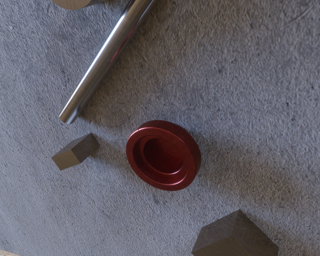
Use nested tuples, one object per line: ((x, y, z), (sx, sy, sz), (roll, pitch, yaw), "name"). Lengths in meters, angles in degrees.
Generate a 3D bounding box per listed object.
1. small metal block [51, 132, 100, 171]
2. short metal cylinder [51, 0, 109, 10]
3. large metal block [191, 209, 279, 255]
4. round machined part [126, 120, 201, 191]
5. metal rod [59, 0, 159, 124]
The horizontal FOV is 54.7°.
((-0.130, 0.036, 0.479), (0.050, 0.050, 0.025), (-20, 108, 35), "small metal block")
((-0.085, -0.171, 0.328), (0.080, 0.050, 0.079), (13, 124, 20), "short metal cylinder")
((0.107, 0.175, 0.442), (0.080, 0.050, 0.080), (45, 129, -3), "large metal block")
((0.008, 0.032, 0.410), (0.098, 0.042, 0.097), (13, 124, 20), "round machined part")
((-0.057, -0.098, 0.374), (0.025, 0.025, 0.299), (44, 129, -3), "metal rod")
